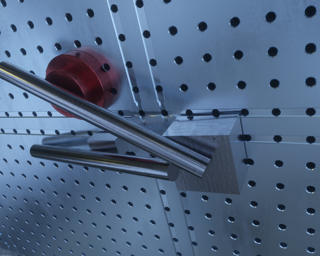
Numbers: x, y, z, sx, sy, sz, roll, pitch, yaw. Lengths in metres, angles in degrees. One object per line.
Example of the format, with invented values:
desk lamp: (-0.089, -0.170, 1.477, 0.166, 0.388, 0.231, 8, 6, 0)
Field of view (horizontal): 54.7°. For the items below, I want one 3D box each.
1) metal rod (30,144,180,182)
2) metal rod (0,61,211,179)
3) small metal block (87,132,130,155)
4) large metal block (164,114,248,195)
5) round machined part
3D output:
metal rod: (-0.101, 0.045, 0.455, 0.300, 0.025, 0.025, 2, 120, 38)
metal rod: (-0.080, -0.017, 0.379, 0.301, 0.025, 0.025, 25, 127, 15)
small metal block: (-0.076, 0.034, 0.471, 0.050, 0.025, 0.050, 0, 118, 28)
large metal block: (0.057, 0.031, 0.380, 0.080, 0.050, 0.080, -2, 118, 28)
round machined part: (-0.119, -0.053, 0.427, 0.098, 0.042, 0.097, 13, 124, 20)
